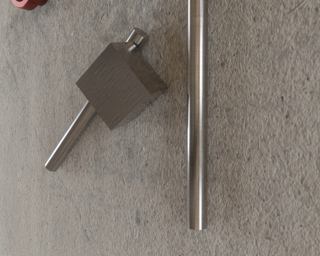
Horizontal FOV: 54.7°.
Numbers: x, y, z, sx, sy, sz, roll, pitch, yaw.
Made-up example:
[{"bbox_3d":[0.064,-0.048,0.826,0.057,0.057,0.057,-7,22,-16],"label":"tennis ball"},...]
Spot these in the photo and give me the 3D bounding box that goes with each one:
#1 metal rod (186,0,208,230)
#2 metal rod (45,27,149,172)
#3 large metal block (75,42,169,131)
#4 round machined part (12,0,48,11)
[{"bbox_3d":[0.044,-0.032,0.366,0.025,0.025,0.298,0,90,39],"label":"metal rod"},{"bbox_3d":[-0.111,-0.030,0.493,0.299,0.025,0.025,-49,61,28],"label":"metal rod"},{"bbox_3d":[-0.051,-0.056,0.412,0.080,0.050,0.080,-39,85,30],"label":"large metal block"},{"bbox_3d":[-0.242,-0.273,0.590,0.098,0.042,0.097,0,90,39],"label":"round machined part"}]
